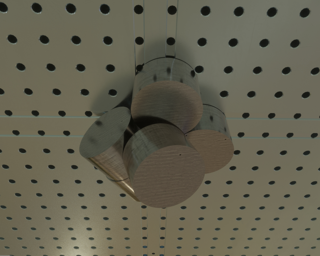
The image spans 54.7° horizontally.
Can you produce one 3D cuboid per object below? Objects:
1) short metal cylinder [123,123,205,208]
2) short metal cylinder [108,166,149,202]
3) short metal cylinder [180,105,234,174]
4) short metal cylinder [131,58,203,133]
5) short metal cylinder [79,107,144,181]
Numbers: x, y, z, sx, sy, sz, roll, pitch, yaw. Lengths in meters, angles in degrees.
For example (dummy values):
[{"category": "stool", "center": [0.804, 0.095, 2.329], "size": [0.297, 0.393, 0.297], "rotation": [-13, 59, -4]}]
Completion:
[{"category": "short metal cylinder", "center": [0.003, 0.041, 0.346], "size": [0.081, 0.050, 0.079], "rotation": [-9, 119, -16]}, {"category": "short metal cylinder", "center": [-0.027, 0.052, 0.419], "size": [0.080, 0.080, 0.050], "rotation": [-27, 125, 20]}, {"category": "short metal cylinder", "center": [0.053, 0.016, 0.408], "size": [0.081, 0.050, 0.079], "rotation": [0, 130, 0]}, {"category": "short metal cylinder", "center": [0.008, -0.035, 0.364], "size": [0.081, 0.050, 0.079], "rotation": [0, 130, 0]}, {"category": "short metal cylinder", "center": [-0.054, 0.019, 0.391], "size": [0.080, 0.080, 0.050], "rotation": [-27, 125, 21]}]
